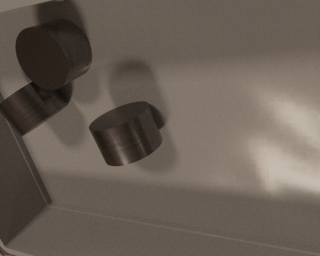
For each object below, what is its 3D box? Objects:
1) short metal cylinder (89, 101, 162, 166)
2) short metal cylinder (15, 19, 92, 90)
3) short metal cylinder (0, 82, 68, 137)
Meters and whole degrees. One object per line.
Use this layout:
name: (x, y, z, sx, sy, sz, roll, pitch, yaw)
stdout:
short metal cylinder: (-0.043, 0.006, 0.398, 0.080, 0.080, 0.050, -8, 115, 31)
short metal cylinder: (-0.137, -0.096, 0.403, 0.080, 0.050, 0.079, 13, 124, 20)
short metal cylinder: (-0.182, -0.031, 0.448, 0.080, 0.080, 0.050, -27, 104, 37)
